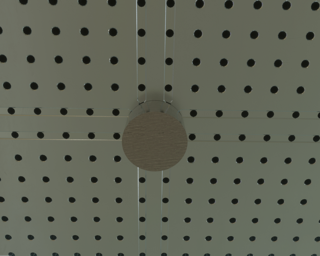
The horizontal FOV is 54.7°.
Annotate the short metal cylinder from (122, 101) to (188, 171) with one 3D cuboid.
[{"bbox_3d":[-0.006,0.009,0.403,0.081,0.050,0.079,0,110,-1],"label":"short metal cylinder"}]
